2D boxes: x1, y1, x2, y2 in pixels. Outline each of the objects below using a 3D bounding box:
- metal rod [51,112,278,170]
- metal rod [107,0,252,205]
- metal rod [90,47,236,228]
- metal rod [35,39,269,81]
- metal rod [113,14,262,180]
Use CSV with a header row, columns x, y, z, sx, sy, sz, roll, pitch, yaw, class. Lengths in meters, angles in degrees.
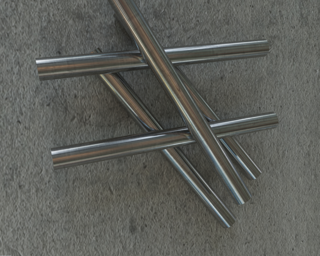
x,y,z,sx,sy,sz,roll,pitch,yaw,class
0.022,0.011,0.393,0.303,0.025,0.025,-9,93,-20,metal rod
0.027,-0.032,0.368,0.025,0.025,0.299,-37,102,-17,metal rod
0.007,0.022,0.413,0.025,0.025,0.300,-43,104,-15,metal rod
0.007,-0.089,0.387,0.303,0.025,0.025,-10,94,-20,metal rod
0.046,-0.040,0.428,0.025,0.025,0.300,-45,104,-15,metal rod
